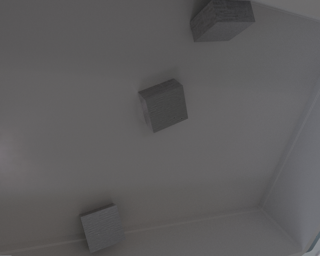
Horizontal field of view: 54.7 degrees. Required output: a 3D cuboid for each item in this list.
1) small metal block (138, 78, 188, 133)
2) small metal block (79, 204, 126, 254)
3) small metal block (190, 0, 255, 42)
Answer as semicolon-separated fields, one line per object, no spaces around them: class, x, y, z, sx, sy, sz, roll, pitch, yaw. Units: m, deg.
small metal block;0.005;-0.028;0.393;0.050;0.025;0.050;-23;127;-14
small metal block;-0.081;0.139;0.434;0.050;0.025;0.050;-15;88;-20
small metal block;0.070;-0.121;0.353;0.050;0.050;0.025;-9;84;-24
